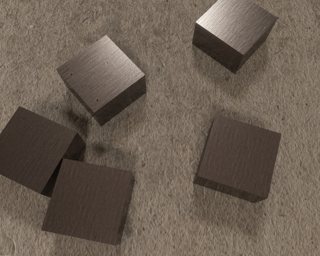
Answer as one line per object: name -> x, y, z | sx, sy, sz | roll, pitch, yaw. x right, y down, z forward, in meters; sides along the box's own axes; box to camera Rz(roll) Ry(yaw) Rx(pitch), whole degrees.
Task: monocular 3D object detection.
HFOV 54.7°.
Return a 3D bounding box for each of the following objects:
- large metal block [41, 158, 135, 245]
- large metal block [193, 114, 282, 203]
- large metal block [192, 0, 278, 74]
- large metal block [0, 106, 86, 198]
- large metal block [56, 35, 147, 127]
large metal block -> -0.079, 0.087, 0.362 | 0.080, 0.050, 0.080 | 11, 70, 3
large metal block -> 0.093, 0.039, 0.382 | 0.080, 0.050, 0.080 | 18, 71, 6
large metal block -> 0.105, -0.140, 0.447 | 0.080, 0.050, 0.080 | 39, 74, 13
large metal block -> -0.151, 0.031, 0.382 | 0.080, 0.050, 0.080 | 24, 72, 8
large metal block -> -0.076, -0.063, 0.417 | 0.080, 0.050, 0.080 | -39, 75, -13
